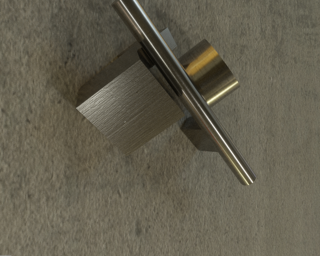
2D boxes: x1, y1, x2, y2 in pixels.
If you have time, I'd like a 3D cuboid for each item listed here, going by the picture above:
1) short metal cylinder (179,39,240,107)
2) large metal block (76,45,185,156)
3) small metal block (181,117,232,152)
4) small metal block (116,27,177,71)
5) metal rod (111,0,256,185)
[{"bbox_3d":[0.063,-0.072,0.417,0.050,0.080,0.080,-37,121,12],"label":"short metal cylinder"},{"bbox_3d":[-0.032,-0.029,0.341,0.080,0.050,0.080,-36,121,10],"label":"large metal block"},{"bbox_3d":[0.067,0.009,0.445,0.050,0.050,0.025,48,61,-30],"label":"small metal block"},{"bbox_3d":[-0.016,-0.094,0.378,0.050,0.050,0.025,-46,118,-30],"label":"small metal block"},{"bbox_3d":[0.045,-0.029,0.381,0.300,0.025,0.025,51,60,-28],"label":"metal rod"}]
